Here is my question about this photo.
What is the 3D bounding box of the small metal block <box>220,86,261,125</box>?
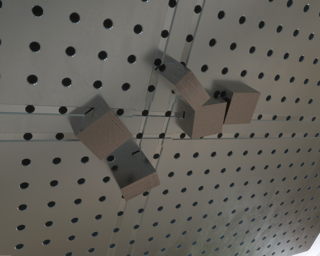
[{"bbox_3d":[0.113,-0.034,0.455,0.050,0.025,0.050,-3,120,-28],"label":"small metal block"}]

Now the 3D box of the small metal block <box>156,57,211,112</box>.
[{"bbox_3d":[0.028,-0.054,0.379,0.025,0.050,0.050,-43,130,1],"label":"small metal block"}]

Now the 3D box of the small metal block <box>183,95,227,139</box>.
[{"bbox_3d":[0.063,-0.016,0.438,0.050,0.025,0.050,-11,123,-23],"label":"small metal block"}]

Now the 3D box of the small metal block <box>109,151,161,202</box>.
[{"bbox_3d":[-0.035,0.063,0.417,0.050,0.050,0.025,-24,128,-14],"label":"small metal block"}]

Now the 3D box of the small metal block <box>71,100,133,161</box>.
[{"bbox_3d":[-0.070,0.004,0.377,0.050,0.025,0.050,-38,130,-3],"label":"small metal block"}]
